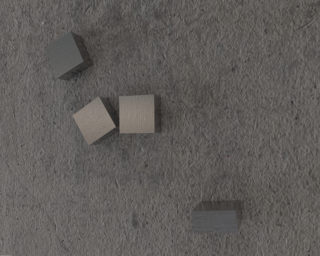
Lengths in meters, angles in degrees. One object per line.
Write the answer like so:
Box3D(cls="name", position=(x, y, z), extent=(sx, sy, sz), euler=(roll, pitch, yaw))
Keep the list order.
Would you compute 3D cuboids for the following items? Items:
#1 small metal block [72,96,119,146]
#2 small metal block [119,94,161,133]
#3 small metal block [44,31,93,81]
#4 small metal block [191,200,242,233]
Box3D(cls="small metal block", position=(-0.087, -0.010, 0.440), extent=(0.050, 0.025, 0.050), euler=(-33, 79, 17))
Box3D(cls="small metal block", position=(-0.027, -0.018, 0.418), extent=(0.050, 0.025, 0.050), euler=(-1, 90, 20))
Box3D(cls="small metal block", position=(-0.134, -0.105, 0.456), extent=(0.050, 0.025, 0.050), euler=(-27, 81, 18))
Box3D(cls="small metal block", position=(0.069, 0.105, 0.371), extent=(0.050, 0.050, 0.025), euler=(-7, 88, 20))
